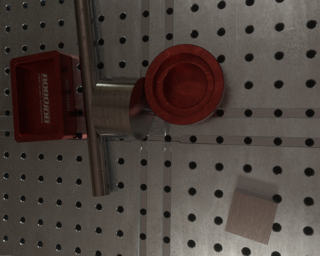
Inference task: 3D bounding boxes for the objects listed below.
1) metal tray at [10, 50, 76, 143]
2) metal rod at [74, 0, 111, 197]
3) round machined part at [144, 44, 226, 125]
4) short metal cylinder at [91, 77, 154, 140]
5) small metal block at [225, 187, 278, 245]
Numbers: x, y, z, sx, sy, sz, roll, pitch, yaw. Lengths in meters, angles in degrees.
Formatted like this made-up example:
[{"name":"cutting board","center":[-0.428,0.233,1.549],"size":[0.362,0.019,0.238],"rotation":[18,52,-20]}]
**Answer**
[{"name":"metal tray","center":[-0.178,-0.045,0.470],"size":[0.090,0.030,0.129],"rotation":[-5,88,19]},{"name":"metal rod","center":[-0.099,-0.053,0.445],"size":[0.025,0.025,0.298],"rotation":[-7,88,19]},{"name":"round machined part","center":[0.034,-0.052,0.391],"size":[0.098,0.042,0.097],"rotation":[0,90,18]},{"name":"short metal cylinder","center":[-0.045,-0.026,0.398],"size":[0.050,0.080,0.079],"rotation":[5,92,20]},{"name":"small metal block","center":[0.110,0.105,0.374],"size":[0.050,0.025,0.050],"rotation":[14,95,19]}]
